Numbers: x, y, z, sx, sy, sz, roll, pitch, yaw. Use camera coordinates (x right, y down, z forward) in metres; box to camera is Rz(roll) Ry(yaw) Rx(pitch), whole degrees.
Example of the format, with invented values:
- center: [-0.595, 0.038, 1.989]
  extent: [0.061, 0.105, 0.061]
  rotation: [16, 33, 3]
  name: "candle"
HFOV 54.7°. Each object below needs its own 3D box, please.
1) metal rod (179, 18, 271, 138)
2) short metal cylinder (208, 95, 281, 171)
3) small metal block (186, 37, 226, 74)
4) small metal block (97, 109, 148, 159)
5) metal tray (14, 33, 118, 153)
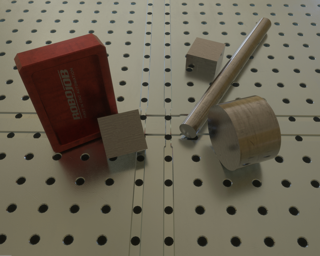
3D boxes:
- center: [0.115, -0.094, 0.487]
  extent: [0.025, 0.025, 0.301]
  rotation: [25, 54, 19]
  name: "metal rod"
- center: [0.097, 0.005, 0.369]
  extent: [0.050, 0.080, 0.080]
  rotation: [-15, 52, -12]
  name: "short metal cylinder"
- center: [0.075, -0.120, 0.509]
  extent: [0.050, 0.025, 0.050]
  rotation: [18, 52, 14]
  name: "small metal block"
- center: [-0.047, 0.007, 0.384]
  extent: [0.050, 0.025, 0.050]
  rotation: [-14, 91, -12]
  name: "small metal block"
- center: [-0.102, -0.037, 0.368]
  extent: [0.091, 0.129, 0.030]
  rotation: [-22, 48, -18]
  name: "metal tray"
